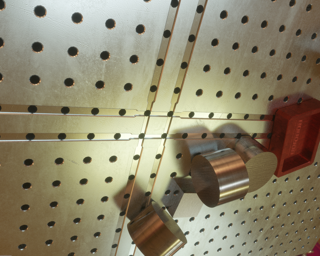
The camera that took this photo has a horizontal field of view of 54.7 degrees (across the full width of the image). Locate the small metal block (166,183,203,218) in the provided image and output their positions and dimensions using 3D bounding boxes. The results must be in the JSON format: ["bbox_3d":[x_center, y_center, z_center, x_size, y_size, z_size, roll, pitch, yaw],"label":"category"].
[{"bbox_3d":[0.044,0.119,0.509,0.050,0.025,0.050,8,114,-32],"label":"small metal block"}]

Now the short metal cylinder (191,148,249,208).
[{"bbox_3d":[0.089,0.074,0.470,0.050,0.080,0.079,-12,123,-22],"label":"short metal cylinder"}]

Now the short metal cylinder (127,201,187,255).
[{"bbox_3d":[-0.004,0.159,0.472,0.050,0.080,0.080,-42,129,1],"label":"short metal cylinder"}]

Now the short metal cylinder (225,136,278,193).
[{"bbox_3d":[0.144,0.060,0.510,0.081,0.050,0.079,-14,124,-21],"label":"short metal cylinder"}]

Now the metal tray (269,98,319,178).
[{"bbox_3d":[0.242,0.019,0.551,0.091,0.030,0.129,-16,125,-20],"label":"metal tray"}]
